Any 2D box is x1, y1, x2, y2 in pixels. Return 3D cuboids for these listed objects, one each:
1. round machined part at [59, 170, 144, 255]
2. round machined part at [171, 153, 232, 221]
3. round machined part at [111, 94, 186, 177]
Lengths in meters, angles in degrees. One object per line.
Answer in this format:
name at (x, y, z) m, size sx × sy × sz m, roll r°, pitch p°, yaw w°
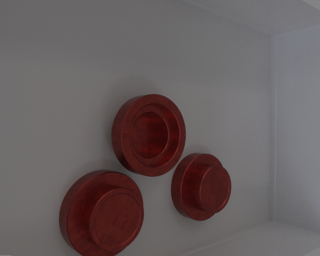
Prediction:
round machined part at (-0.057, 0.098, 0.348) m, size 0.099 × 0.042 × 0.097 m, roll 0°, pitch 90°, yaw -40°
round machined part at (0.067, 0.086, 0.451) m, size 0.099 × 0.042 × 0.097 m, roll 0°, pitch 90°, yaw -40°
round machined part at (-0.018, 0.009, 0.381) m, size 0.099 × 0.042 × 0.097 m, roll 0°, pitch 90°, yaw -40°
